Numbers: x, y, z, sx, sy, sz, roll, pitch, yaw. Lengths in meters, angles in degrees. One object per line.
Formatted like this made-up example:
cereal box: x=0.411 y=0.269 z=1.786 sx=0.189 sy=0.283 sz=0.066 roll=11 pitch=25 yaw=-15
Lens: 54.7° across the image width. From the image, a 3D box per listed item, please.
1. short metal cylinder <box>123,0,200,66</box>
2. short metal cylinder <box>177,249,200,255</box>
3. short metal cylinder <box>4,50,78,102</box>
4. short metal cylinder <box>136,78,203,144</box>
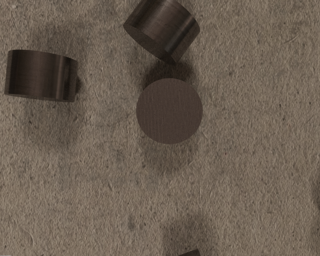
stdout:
short metal cylinder: x=0.002 y=-0.122 z=0.382 sx=0.080 sy=0.080 sz=0.050 roll=36 pitch=90 yaw=-1
short metal cylinder: x=0.038 y=0.198 z=0.383 sx=0.050 sy=0.080 sz=0.080 roll=-20 pitch=90 yaw=0
short metal cylinder: x=-0.144 y=-0.061 z=0.381 sx=0.081 sy=0.080 sz=0.050 roll=5 pitch=90 yaw=-1
short metal cylinder: x=0.011 y=-0.020 z=0.398 sx=0.081 sy=0.050 sz=0.079 roll=0 pitch=90 yaw=-1
